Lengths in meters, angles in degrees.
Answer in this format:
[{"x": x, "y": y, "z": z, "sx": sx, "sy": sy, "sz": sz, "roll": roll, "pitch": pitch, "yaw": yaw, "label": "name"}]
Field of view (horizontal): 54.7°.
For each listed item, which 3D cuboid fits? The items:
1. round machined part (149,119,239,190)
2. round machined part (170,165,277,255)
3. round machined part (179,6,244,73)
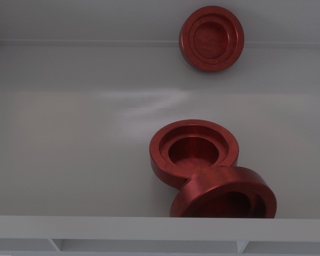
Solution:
[{"x": 0.039, "y": 0.036, "z": 0.356, "sx": 0.099, "sy": 0.042, "sz": 0.098, "roll": -2, "pitch": 38, "yaw": 2, "label": "round machined part"}, {"x": 0.057, "y": 0.075, "z": 0.299, "sx": 0.099, "sy": 0.097, "sz": 0.042, "roll": -10, "pitch": 33, "yaw": -9, "label": "round machined part"}, {"x": 0.077, "y": -0.136, "z": 0.486, "sx": 0.099, "sy": 0.097, "sz": 0.042, "roll": -9, "pitch": 6, "yaw": -8, "label": "round machined part"}]
